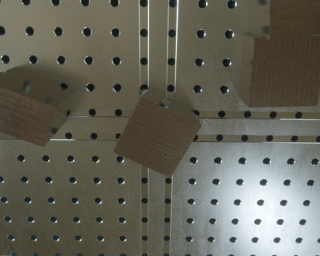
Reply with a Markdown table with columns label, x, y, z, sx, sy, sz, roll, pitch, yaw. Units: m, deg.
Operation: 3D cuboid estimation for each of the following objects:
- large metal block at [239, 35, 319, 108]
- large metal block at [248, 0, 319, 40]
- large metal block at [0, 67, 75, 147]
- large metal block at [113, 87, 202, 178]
| label | x | y | z | sx | sy | sz | roll | pitch | yaw |
| --- | --- | --- | --- | --- | --- | --- | --- | --- | --- |
| large metal block | 0.144 | -0.071 | 0.375 | 0.080 | 0.050 | 0.079 | -1 | 110 | 0 |
| large metal block | 0.147 | -0.129 | 0.337 | 0.080 | 0.080 | 0.050 | -6 | 110 | 2 |
| large metal block | -0.158 | -0.028 | 0.372 | 0.080 | 0.080 | 0.050 | 21 | 109 | -8 |
| large metal block | -0.004 | 0.005 | 0.402 | 0.080 | 0.050 | 0.080 | 26 | 108 | -9 |
